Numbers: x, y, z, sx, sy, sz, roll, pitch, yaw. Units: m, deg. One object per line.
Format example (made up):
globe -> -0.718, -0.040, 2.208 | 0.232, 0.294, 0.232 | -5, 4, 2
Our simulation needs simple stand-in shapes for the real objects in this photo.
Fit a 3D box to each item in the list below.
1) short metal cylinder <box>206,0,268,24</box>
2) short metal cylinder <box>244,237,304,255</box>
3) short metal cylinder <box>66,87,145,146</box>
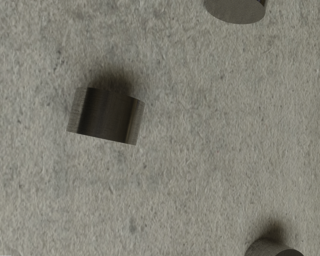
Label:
short metal cylinder -> 0.107, -0.184, 0.421 | 0.081, 0.080, 0.050 | 16, 85, -20
short metal cylinder -> 0.172, 0.211, 0.462 | 0.081, 0.050, 0.079 | 0, 90, -21
short metal cylinder -> -0.062, -0.012, 0.358 | 0.081, 0.080, 0.050 | 13, 86, -20
